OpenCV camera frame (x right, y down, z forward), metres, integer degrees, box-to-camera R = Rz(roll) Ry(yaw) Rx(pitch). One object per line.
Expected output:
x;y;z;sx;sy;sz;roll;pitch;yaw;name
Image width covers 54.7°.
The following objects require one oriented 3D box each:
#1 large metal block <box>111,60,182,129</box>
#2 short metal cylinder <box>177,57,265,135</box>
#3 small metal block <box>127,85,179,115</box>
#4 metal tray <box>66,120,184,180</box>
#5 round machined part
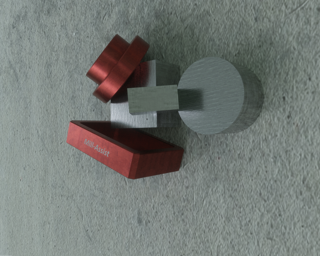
-0.019;-0.040;0.407;0.080;0.050;0.080;-2;89;40;large metal block
0.065;-0.033;0.338;0.080;0.050;0.080;0;90;40;short metal cylinder
-0.007;-0.029;0.337;0.050;0.050;0.025;-5;89;-2;small metal block
-0.046;0.022;0.402;0.130;0.091;0.030;22;104;38;metal tray
-0.060;-0.084;0.408;0.042;0.098;0.098;37;122;-15;round machined part
